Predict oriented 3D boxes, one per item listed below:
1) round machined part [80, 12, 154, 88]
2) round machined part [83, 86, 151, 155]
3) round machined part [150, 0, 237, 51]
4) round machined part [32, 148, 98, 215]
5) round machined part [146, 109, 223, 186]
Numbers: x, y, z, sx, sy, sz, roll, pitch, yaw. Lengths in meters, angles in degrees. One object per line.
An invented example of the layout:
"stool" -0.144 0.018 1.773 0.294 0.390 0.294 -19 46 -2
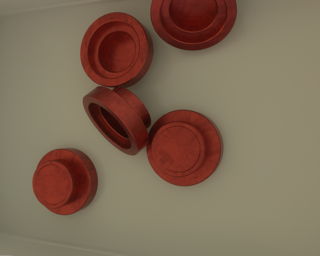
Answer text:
"round machined part" -0.054 -0.101 0.420 0.098 0.042 0.097 -1 88 20
"round machined part" -0.050 -0.015 0.400 0.098 0.098 0.042 39 64 15
"round machined part" 0.039 -0.144 0.368 0.098 0.098 0.042 -11 49 19
"round machined part" -0.145 0.079 0.453 0.098 0.042 0.097 0 90 20
"round machined part" 0.028 0.025 0.392 0.098 0.042 0.097 0 90 20
